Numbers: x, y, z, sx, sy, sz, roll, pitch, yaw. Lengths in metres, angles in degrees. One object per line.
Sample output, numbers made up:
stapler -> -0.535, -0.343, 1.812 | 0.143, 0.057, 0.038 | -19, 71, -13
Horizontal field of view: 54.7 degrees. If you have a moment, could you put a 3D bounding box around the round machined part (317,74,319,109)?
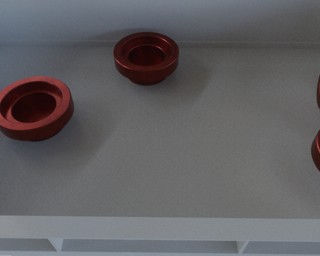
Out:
round machined part -> 0.251, -0.067, 0.415 | 0.042, 0.097, 0.098 | 11, 51, 9

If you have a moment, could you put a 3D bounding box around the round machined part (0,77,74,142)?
round machined part -> -0.164, -0.021, 0.410 | 0.099, 0.042, 0.098 | 0, 50, 0

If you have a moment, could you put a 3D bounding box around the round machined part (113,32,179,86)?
round machined part -> -0.020, -0.104, 0.481 | 0.099, 0.042, 0.098 | 0, 50, 0

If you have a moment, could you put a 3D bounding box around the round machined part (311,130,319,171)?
round machined part -> 0.229, 0.037, 0.362 | 0.099, 0.042, 0.098 | -1, 50, 2
